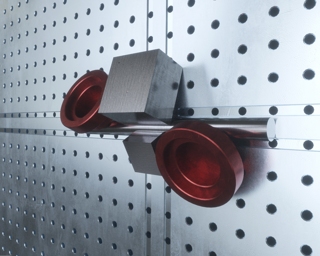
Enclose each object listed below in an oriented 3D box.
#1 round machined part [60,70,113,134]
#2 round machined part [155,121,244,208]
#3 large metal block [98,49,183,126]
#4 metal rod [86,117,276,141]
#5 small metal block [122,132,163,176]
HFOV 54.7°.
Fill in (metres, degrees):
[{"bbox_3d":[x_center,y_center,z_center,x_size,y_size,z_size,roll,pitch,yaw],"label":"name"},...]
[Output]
[{"bbox_3d":[-0.100,-0.035,0.464,0.098,0.042,0.098,-20,52,29],"label":"round machined part"},{"bbox_3d":[0.047,0.036,0.344,0.098,0.042,0.097,20,127,30],"label":"round machined part"},{"bbox_3d":[-0.025,-0.049,0.399,0.080,0.050,0.080,1,73,40],"label":"large metal block"},{"bbox_3d":[-0.002,-0.001,0.412,0.300,0.025,0.025,1,91,40],"label":"metal rod"},{"bbox_3d":[-0.016,0.033,0.410,0.050,0.025,0.050,1,120,40],"label":"small metal block"}]
